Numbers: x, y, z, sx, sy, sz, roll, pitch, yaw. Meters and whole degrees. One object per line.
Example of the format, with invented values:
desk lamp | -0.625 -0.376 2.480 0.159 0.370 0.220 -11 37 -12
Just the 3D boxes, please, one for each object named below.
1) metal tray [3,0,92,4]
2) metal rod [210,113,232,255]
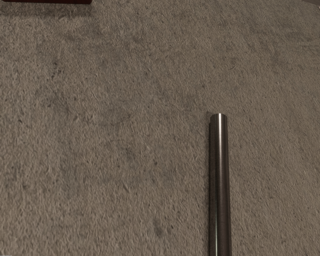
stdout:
metal tray | -0.169 -0.224 0.446 0.131 0.030 0.090 -14 69 -34
metal rod | 0.074 0.109 0.378 0.025 0.025 0.300 19 54 -18
